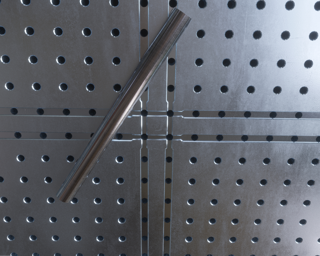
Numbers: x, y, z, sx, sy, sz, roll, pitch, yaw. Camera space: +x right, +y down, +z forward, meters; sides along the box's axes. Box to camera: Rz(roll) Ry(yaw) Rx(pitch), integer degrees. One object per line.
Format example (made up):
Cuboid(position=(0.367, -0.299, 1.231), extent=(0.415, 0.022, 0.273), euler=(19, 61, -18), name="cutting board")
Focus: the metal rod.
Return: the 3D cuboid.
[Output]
Cuboid(position=(-0.055, -0.018, 0.406), extent=(0.025, 0.025, 0.299), euler=(32, 107, -11), name="metal rod")
